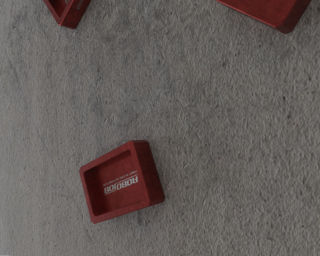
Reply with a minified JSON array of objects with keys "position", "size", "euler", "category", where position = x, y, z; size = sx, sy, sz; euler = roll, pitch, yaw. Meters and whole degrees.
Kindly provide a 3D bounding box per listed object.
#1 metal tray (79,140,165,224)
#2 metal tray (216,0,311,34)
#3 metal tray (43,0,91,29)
[{"position":[-0.060,0.081,0.451],"size":[0.130,0.030,0.090],"euler":[-28,73,36],"category":"metal tray"},{"position":[0.120,-0.171,0.302],"size":[0.090,0.030,0.129],"euler":[41,115,32],"category":"metal tray"},{"position":[-0.146,-0.246,0.522],"size":[0.129,0.030,0.090],"euler":[-49,61,29],"category":"metal tray"}]
